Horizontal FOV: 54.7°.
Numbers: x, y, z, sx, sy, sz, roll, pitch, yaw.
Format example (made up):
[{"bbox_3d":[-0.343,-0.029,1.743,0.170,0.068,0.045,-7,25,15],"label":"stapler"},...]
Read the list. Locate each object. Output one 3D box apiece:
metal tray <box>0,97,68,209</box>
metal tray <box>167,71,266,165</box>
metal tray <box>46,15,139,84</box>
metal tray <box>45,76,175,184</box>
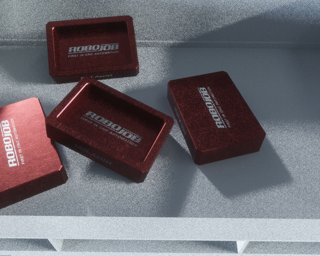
[{"bbox_3d":[-0.176,0.025,0.379,0.091,0.030,0.130,-21,53,-17],"label":"metal tray"},{"bbox_3d":[0.070,-0.019,0.418,0.091,0.030,0.130,-12,51,-10],"label":"metal tray"},{"bbox_3d":[-0.102,-0.121,0.477,0.131,0.030,0.090,-7,78,-6],"label":"metal tray"},{"bbox_3d":[-0.059,-0.001,0.380,0.130,0.030,0.090,27,52,3],"label":"metal tray"}]
